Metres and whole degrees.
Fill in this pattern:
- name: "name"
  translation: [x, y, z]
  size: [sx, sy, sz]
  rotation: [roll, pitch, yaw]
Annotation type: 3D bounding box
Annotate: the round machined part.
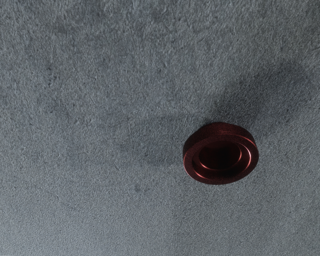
- name: "round machined part"
  translation: [0.080, 0.031, 0.423]
  size: [0.099, 0.042, 0.097]
  rotation: [0, 130, 0]
